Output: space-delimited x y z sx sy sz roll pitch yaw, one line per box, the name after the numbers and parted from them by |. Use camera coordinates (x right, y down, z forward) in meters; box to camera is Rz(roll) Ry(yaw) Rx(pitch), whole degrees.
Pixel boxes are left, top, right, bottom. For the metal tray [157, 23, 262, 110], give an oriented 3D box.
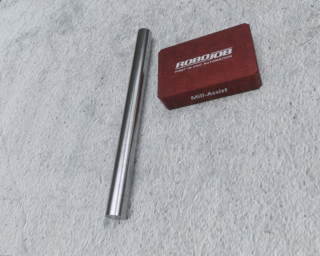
0.062 -0.082 0.417 0.130 0.030 0.090 -12 56 21 | metal tray

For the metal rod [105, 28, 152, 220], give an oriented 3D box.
-0.039 -0.025 0.437 0.025 0.025 0.299 -8 58 24 | metal rod
